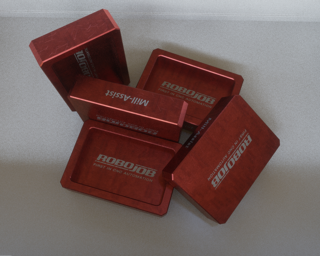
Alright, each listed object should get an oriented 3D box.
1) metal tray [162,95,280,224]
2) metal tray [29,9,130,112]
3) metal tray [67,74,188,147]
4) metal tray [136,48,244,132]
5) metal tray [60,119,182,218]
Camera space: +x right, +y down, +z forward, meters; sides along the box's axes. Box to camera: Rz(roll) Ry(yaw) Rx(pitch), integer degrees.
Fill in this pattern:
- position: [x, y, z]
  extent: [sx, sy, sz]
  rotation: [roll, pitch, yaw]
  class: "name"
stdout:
- position: [0.076, 0.036, 0.372]
  extent: [0.090, 0.030, 0.130]
  rotation: [45, 74, -15]
  class: "metal tray"
- position: [-0.088, -0.075, 0.377]
  extent: [0.090, 0.130, 0.030]
  rotation: [-29, 73, -10]
  class: "metal tray"
- position: [-0.036, -0.017, 0.378]
  extent: [0.131, 0.090, 0.030]
  rotation: [15, 71, 5]
  class: "metal tray"
- position: [0.037, -0.047, 0.423]
  extent: [0.131, 0.030, 0.090]
  rotation: [20, 71, 6]
  class: "metal tray"
- position: [-0.044, 0.049, 0.385]
  extent: [0.131, 0.030, 0.090]
  rotation: [15, 71, 5]
  class: "metal tray"
